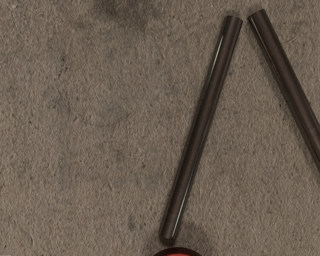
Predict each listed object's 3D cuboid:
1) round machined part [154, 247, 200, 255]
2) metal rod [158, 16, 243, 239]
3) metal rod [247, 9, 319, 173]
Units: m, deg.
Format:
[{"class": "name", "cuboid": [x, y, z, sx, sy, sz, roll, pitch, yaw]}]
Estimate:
[{"class": "round machined part", "cuboid": [0.023, 0.203, 0.402, 0.099, 0.042, 0.097, 0, 90, -1]}, {"class": "metal rod", "cuboid": [0.054, -0.001, 0.410, 0.025, 0.025, 0.298, 17, 90, -1]}, {"class": "metal rod", "cuboid": [0.192, -0.017, 0.412, 0.025, 0.025, 0.299, -26, 90, 0]}]
